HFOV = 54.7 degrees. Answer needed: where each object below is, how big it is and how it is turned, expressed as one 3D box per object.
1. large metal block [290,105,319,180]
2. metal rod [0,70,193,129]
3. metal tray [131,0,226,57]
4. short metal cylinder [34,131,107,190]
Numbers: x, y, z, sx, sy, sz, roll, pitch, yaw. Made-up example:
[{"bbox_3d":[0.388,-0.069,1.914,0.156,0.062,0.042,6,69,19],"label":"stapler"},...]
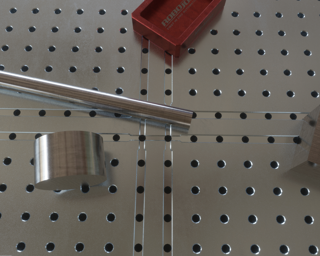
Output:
[{"bbox_3d":[0.224,0.026,0.392,0.080,0.050,0.080,21,71,7],"label":"large metal block"},{"bbox_3d":[-0.105,-0.043,0.426,0.302,0.025,0.025,12,71,4],"label":"metal rod"},{"bbox_3d":[0.031,-0.182,0.475,0.090,0.030,0.130,36,74,12],"label":"metal tray"},{"bbox_3d":[-0.106,0.041,0.366,0.081,0.080,0.050,-8,71,-3],"label":"short metal cylinder"}]
